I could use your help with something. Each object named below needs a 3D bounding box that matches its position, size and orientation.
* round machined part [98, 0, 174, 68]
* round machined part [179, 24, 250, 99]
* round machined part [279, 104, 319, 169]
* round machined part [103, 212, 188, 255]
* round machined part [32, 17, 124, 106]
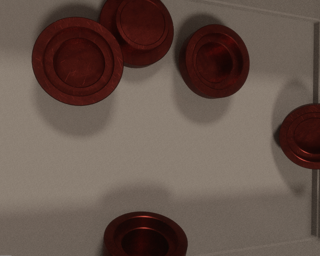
[{"bbox_3d":[-0.027,-0.128,0.392,0.099,0.042,0.097,0,90,-21],"label":"round machined part"},{"bbox_3d":[0.071,-0.089,0.429,0.099,0.042,0.097,0,90,-21],"label":"round machined part"},{"bbox_3d":[0.235,0.010,0.472,0.042,0.098,0.097,-25,102,-64],"label":"round machined part"},{"bbox_3d":[-0.019,0.147,0.370,0.099,0.098,0.042,0,111,-20],"label":"round machined part"},{"bbox_3d":[-0.094,-0.075,0.362,0.099,0.042,0.097,-1,95,-12],"label":"round machined part"}]
